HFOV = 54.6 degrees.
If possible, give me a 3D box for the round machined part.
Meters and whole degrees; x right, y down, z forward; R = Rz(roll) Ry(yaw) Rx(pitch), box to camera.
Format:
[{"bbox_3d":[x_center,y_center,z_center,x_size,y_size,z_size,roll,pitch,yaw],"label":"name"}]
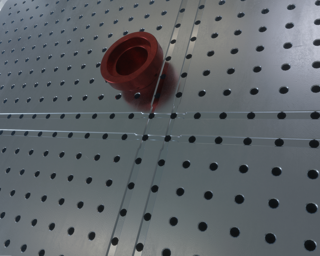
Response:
[{"bbox_3d":[-0.039,-0.098,0.479,0.098,0.042,0.098,-13,56,21],"label":"round machined part"}]
